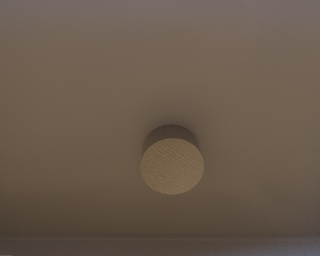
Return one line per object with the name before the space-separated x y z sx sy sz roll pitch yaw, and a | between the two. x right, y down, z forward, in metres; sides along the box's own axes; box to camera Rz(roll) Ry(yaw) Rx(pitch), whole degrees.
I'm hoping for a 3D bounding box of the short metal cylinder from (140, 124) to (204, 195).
short metal cylinder | 0.015 0.041 0.413 0.081 0.050 0.079 0 110 -1
